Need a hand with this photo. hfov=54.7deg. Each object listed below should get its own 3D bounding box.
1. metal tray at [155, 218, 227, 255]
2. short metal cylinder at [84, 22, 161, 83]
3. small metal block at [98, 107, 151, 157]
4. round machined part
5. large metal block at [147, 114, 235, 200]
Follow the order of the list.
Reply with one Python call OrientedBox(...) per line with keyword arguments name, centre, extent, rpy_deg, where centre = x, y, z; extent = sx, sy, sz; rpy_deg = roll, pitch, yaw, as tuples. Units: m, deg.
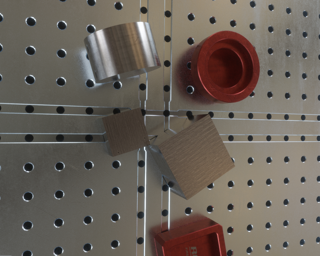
OrientedBox(name="metal tray", centre=(0.050, 0.202, 0.429), extent=(0.091, 0.030, 0.129), rpy_deg=(-11, 94, -20))
OrientedBox(name="short metal cylinder", centre=(-0.044, -0.087, 0.368), extent=(0.081, 0.080, 0.050), rpy_deg=(-17, 96, -20))
OrientedBox(name="small metal block", centre=(-0.046, 0.005, 0.397), extent=(0.050, 0.025, 0.050), rpy_deg=(-17, 96, -20))
OrientedBox(name="round machined part", centre=(0.087, -0.083, 0.437), extent=(0.099, 0.042, 0.097), rpy_deg=(0, 90, -21))
OrientedBox(name="large metal block", centre=(0.040, 0.036, 0.415), extent=(0.080, 0.050, 0.080), rpy_deg=(-31, 101, -18))
